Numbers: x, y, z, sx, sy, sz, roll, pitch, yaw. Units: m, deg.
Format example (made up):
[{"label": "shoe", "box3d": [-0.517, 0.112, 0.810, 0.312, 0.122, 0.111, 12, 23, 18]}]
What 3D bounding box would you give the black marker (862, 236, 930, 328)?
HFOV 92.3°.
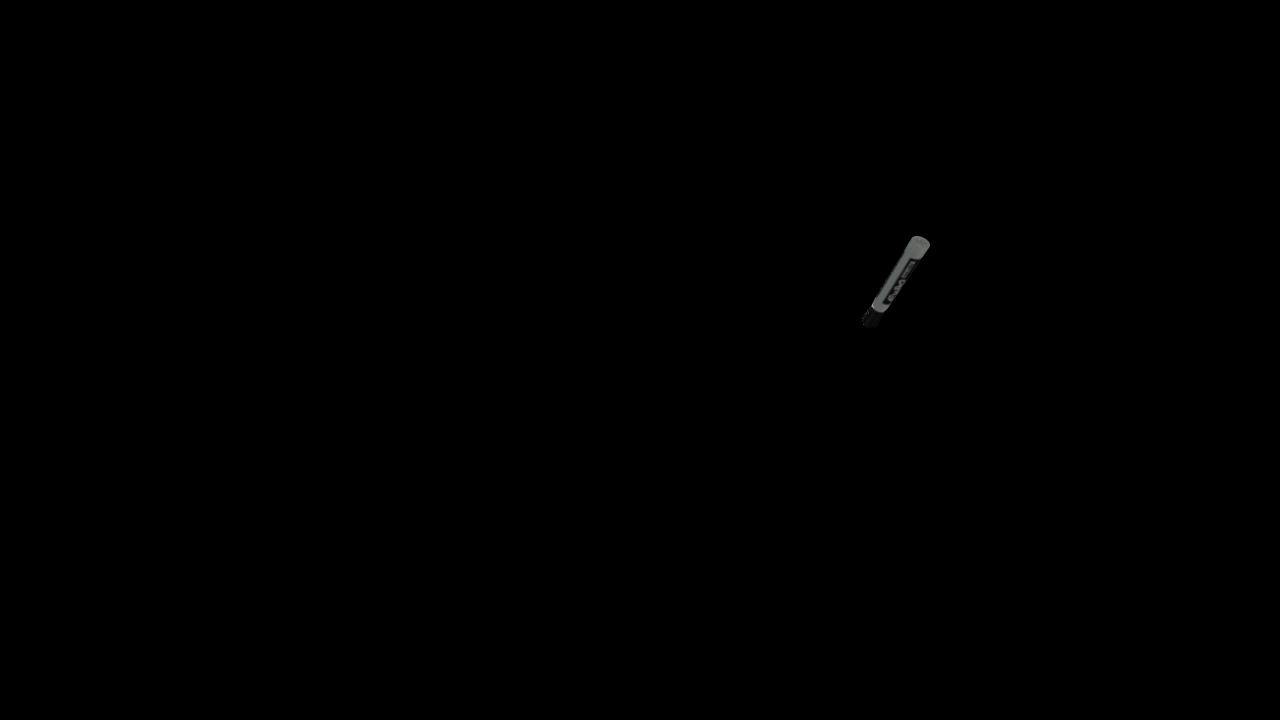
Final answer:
[{"label": "black marker", "box3d": [0.264, -0.077, 0.644, 0.020, 0.020, 0.121, 0, -39, -11]}]
